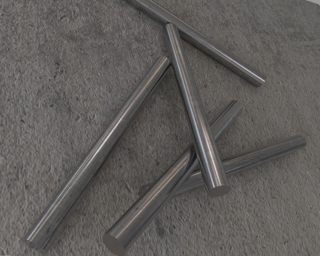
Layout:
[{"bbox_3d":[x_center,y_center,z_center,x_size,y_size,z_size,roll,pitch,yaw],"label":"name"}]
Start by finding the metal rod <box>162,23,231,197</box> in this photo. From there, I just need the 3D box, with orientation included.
[{"bbox_3d":[0.039,-0.048,0.417,0.025,0.025,0.300,9,47,-23],"label":"metal rod"}]

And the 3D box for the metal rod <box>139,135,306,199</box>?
[{"bbox_3d":[0.107,0.050,0.430,0.303,0.025,0.025,-12,68,-33],"label":"metal rod"}]

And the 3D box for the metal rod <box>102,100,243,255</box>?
[{"bbox_3d":[0.039,0.035,0.378,0.025,0.025,0.302,46,43,4],"label":"metal rod"}]

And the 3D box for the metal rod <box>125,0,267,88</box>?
[{"bbox_3d":[0.054,-0.159,0.529,0.301,0.025,0.025,31,52,-8],"label":"metal rod"}]

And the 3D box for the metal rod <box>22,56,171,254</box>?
[{"bbox_3d":[-0.054,0.005,0.371,0.025,0.025,0.301,35,51,-6],"label":"metal rod"}]
